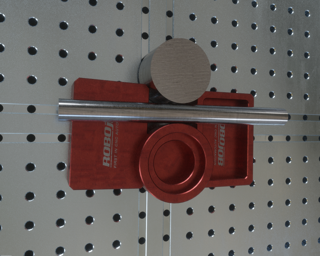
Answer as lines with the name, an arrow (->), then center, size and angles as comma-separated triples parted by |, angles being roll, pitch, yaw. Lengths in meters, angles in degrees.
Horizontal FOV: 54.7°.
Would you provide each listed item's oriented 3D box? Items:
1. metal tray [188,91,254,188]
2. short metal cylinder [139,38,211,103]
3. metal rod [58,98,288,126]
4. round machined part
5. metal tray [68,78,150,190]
metal tray -> 0.086, 0.016, 0.437 | 0.091, 0.030, 0.129 | 1, 90, -20
short metal cylinder -> 0.018, -0.070, 0.402 | 0.081, 0.050, 0.079 | 0, 90, -20
metal rod -> 0.032, -0.018, 0.388 | 0.303, 0.025, 0.025 | 1, 90, -20
round machined part -> 0.015, 0.043, 0.396 | 0.099, 0.042, 0.097 | 0, 90, -20
metal tray -> -0.063, 0.008, 0.382 | 0.091, 0.030, 0.129 | 3, 89, -20
